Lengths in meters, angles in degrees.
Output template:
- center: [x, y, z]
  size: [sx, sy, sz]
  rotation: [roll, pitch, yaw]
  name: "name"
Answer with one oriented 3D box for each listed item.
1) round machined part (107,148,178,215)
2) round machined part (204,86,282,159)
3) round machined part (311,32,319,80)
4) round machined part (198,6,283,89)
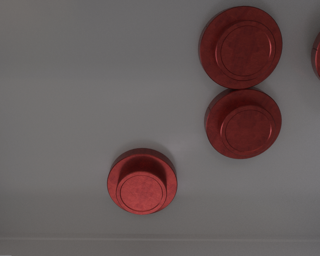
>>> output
- center: [-0.025, 0.081, 0.432]
  size: [0.099, 0.042, 0.097]
  rotation: [0, 110, 0]
  name: "round machined part"
- center: [0.109, -0.003, 0.402]
  size: [0.099, 0.042, 0.097]
  rotation: [0, 110, 0]
  name: "round machined part"
- center: [0.230, -0.090, 0.365]
  size: [0.098, 0.042, 0.097]
  rotation: [4, 112, 9]
  name: "round machined part"
- center: [0.097, -0.093, 0.368]
  size: [0.099, 0.042, 0.097]
  rotation: [0, 110, 0]
  name: "round machined part"
